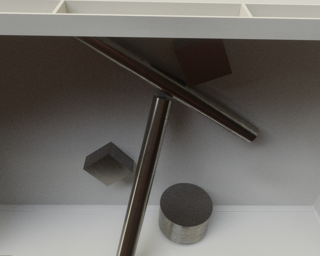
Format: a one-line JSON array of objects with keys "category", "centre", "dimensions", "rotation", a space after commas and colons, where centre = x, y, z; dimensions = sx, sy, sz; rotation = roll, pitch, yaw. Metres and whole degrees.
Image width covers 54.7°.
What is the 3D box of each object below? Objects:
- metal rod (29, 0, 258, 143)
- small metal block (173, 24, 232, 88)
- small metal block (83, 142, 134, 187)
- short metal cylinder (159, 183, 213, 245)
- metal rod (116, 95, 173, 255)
[{"category": "metal rod", "centre": [0.001, -0.058, 0.359], "dimensions": [0.301, 0.025, 0.025], "rotation": [28, 124, -23]}, {"category": "small metal block", "centre": [0.047, -0.079, 0.343], "dimensions": [0.050, 0.025, 0.050], "rotation": [-17, 128, 13]}, {"category": "small metal block", "centre": [-0.074, 0.054, 0.454], "dimensions": [0.050, 0.025, 0.050], "rotation": [-30, 124, 23]}, {"category": "short metal cylinder", "centre": [0.039, 0.134, 0.488], "dimensions": [0.081, 0.080, 0.050], "rotation": [2, 130, -2]}, {"category": "metal rod", "centre": [-0.030, 0.105, 0.413], "dimensions": [0.025, 0.025, 0.298], "rotation": [11, 103, -10]}]
